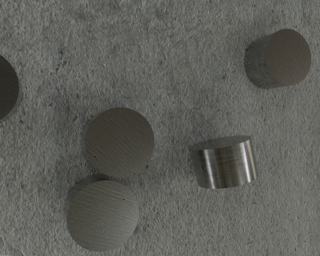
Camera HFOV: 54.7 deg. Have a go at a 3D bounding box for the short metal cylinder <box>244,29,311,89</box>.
[{"bbox_3d":[0.173,-0.100,0.459,0.081,0.050,0.080,0,90,-20],"label":"short metal cylinder"}]

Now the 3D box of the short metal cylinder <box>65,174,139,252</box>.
[{"bbox_3d":[-0.071,0.098,0.370,0.081,0.050,0.080,0,90,-20],"label":"short metal cylinder"}]

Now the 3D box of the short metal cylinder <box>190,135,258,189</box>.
[{"bbox_3d":[0.085,0.043,0.411,0.081,0.080,0.050,-14,95,-20],"label":"short metal cylinder"}]

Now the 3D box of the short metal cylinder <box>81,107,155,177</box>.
[{"bbox_3d":[-0.053,0.016,0.376,0.081,0.050,0.080,0,90,-20],"label":"short metal cylinder"}]

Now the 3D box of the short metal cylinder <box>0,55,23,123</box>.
[{"bbox_3d":[-0.190,-0.041,0.325,0.081,0.050,0.080,0,90,-20],"label":"short metal cylinder"}]
